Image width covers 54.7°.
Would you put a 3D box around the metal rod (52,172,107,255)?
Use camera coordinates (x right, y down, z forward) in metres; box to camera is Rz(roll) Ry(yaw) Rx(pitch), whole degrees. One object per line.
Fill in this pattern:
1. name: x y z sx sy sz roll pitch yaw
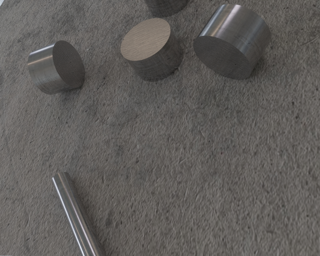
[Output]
1. metal rod: -0.064 0.160 0.339 0.025 0.025 0.300 -40 51 1

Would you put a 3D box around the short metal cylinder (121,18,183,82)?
1. short metal cylinder: -0.011 -0.117 0.466 0.080 0.050 0.080 -13 56 21

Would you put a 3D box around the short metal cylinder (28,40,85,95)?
1. short metal cylinder: -0.172 -0.101 0.521 0.050 0.080 0.080 -13 57 21

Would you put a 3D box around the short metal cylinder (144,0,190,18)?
1. short metal cylinder: 0.008 -0.237 0.529 0.080 0.050 0.080 -13 56 21

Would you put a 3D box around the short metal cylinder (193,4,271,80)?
1. short metal cylinder: 0.089 -0.105 0.387 0.080 0.080 0.050 24 75 36
